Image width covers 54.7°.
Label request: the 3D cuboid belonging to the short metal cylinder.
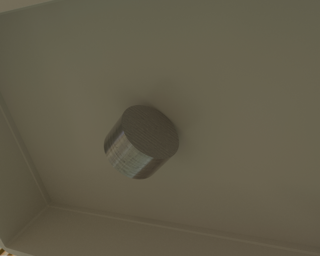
[{"bbox_3d":[-0.023,0.018,0.392,0.080,0.080,0.050,41,129,-1],"label":"short metal cylinder"}]
